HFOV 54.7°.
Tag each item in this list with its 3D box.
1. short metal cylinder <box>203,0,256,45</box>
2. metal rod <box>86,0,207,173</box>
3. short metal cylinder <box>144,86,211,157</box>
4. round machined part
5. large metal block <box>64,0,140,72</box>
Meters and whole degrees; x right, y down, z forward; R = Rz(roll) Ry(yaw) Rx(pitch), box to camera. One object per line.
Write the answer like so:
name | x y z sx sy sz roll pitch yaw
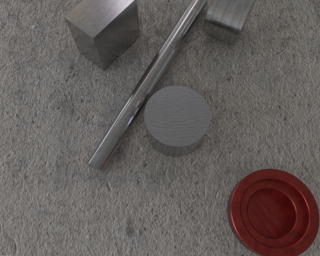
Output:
short metal cylinder | 0.101 -0.165 0.440 0.050 0.080 0.080 25 72 9
metal rod | -0.010 -0.074 0.435 0.025 0.025 0.300 27 72 9
short metal cylinder | 0.021 -0.007 0.398 0.081 0.050 0.080 0 70 0
round machined part | 0.128 0.100 0.364 0.099 0.042 0.098 0 70 0
large metal block | -0.075 -0.139 0.429 0.050 0.080 0.080 38 74 12
